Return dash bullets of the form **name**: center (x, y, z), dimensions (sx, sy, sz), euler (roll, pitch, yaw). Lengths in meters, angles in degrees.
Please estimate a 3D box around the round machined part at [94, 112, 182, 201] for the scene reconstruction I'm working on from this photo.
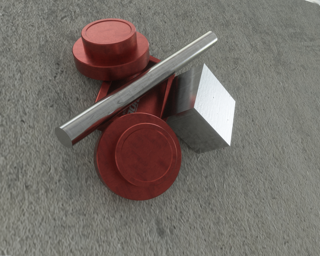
- **round machined part**: center (-0.020, 0.031, 0.343), dimensions (0.099, 0.042, 0.097), euler (3, 81, -21)

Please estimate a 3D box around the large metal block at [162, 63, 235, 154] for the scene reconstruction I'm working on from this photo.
- **large metal block**: center (0.055, -0.024, 0.415), dimensions (0.080, 0.050, 0.080), euler (43, 46, -31)

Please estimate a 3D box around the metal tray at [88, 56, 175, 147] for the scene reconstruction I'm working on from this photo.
- **metal tray**: center (-0.033, -0.046, 0.412), dimensions (0.091, 0.030, 0.130), euler (22, 53, -15)

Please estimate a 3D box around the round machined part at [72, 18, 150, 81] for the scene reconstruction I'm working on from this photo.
- **round machined part**: center (-0.064, -0.107, 0.400), dimensions (0.099, 0.042, 0.098), euler (-1, 45, 1)

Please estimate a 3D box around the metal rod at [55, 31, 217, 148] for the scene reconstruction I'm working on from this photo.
- **metal rod**: center (-0.008, -0.067, 0.404), dimensions (0.025, 0.025, 0.302), euler (46, 51, 4)
